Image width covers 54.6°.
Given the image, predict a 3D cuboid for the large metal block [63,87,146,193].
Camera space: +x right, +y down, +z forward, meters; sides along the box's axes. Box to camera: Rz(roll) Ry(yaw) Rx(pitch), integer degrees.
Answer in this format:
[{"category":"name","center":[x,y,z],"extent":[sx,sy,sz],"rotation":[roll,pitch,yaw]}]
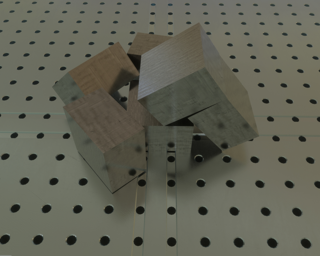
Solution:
[{"category":"large metal block","center":[-0.061,0.014,0.358],"extent":[0.050,0.080,0.080],"rotation":[-32,58,-25]}]

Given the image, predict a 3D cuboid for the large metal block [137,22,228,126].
[{"category":"large metal block","center":[0.024,-0.060,0.352],"extent":[0.080,0.050,0.080],"rotation":[-23,44,25]}]

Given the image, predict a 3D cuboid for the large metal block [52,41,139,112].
[{"category":"large metal block","center":[-0.087,-0.063,0.417],"extent":[0.080,0.080,0.050],"rotation":[-41,105,-29]}]

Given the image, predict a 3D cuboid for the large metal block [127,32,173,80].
[{"category":"large metal block","center":[0.002,-0.083,0.442],"extent":[0.080,0.080,0.050],"rotation":[10,51,9]}]

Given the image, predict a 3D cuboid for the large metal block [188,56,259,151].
[{"category":"large metal block","center":[0.076,-0.031,0.388],"extent":[0.050,0.080,0.080],"rotation":[-27,43,28]}]

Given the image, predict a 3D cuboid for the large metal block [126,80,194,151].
[{"category":"large metal block","center":[0.000,-0.017,0.406],"extent":[0.080,0.050,0.080],"rotation":[1,50,0]}]
